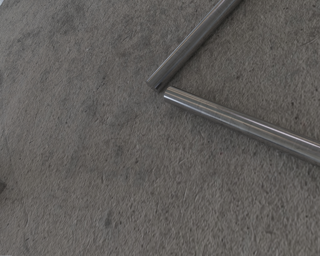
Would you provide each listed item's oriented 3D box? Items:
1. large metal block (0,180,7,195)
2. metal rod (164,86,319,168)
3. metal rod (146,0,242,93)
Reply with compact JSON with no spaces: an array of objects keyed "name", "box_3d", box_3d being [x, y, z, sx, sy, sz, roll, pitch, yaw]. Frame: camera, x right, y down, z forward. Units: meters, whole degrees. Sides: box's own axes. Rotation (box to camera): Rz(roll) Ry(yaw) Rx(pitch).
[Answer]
[{"name":"large metal block","box_3d":[-0.302,0.080,0.478,0.080,0.080,0.050,22,74,36]},{"name":"metal rod","box_3d":[0.122,0.008,0.334,0.300,0.025,0.025,27,76,37]},{"name":"metal rod","box_3d":[0.087,-0.170,0.462,0.300,0.025,0.025,-48,51,-6]}]
